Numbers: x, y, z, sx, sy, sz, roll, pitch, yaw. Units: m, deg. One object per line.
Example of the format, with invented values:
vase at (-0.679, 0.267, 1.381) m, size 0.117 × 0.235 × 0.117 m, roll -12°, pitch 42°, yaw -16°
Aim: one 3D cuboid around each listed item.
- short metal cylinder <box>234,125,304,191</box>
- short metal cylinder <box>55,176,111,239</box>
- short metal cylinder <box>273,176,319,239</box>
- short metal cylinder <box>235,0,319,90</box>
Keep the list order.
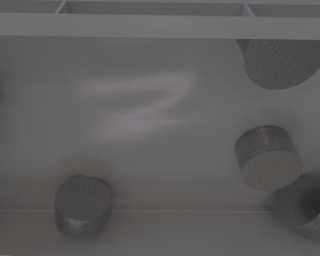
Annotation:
short metal cylinder at (0.149, 0.042, 0.430) m, size 0.081 × 0.050 × 0.079 m, roll 0°, pitch 130°, yaw 0°
short metal cylinder at (-0.119, 0.121, 0.475) m, size 0.081 × 0.080 × 0.050 m, roll 10°, pitch 129°, yaw -9°
short metal cylinder at (0.225, 0.122, 0.479) m, size 0.080 × 0.080 × 0.050 m, roll -37°, pitch 121°, yaw 27°
short metal cylinder at (0.122, -0.087, 0.320) m, size 0.081 × 0.050 × 0.079 m, roll 0°, pitch 130°, yaw 0°
